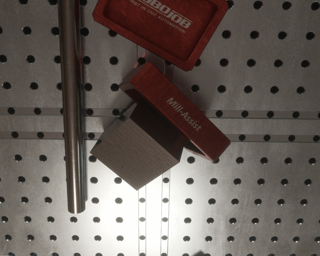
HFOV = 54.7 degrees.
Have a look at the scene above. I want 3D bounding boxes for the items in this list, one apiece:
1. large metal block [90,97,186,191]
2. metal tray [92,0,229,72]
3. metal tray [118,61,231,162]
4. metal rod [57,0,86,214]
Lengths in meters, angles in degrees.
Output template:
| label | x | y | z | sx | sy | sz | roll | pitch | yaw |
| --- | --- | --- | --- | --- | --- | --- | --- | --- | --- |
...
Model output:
| label | x | y | z | sx | sy | sz | roll | pitch | yaw |
| --- | --- | --- | --- | --- | --- | --- | --- | --- | --- |
| large metal block | -0.027 | 0.022 | 0.396 | 0.080 | 0.050 | 0.080 | 43 | 122 | -15 |
| metal tray | 0.000 | -0.136 | 0.360 | 0.131 | 0.030 | 0.090 | 27 | 108 | -10 |
| metal tray | 0.014 | -0.018 | 0.369 | 0.130 | 0.090 | 0.030 | 43 | 83 | -15 |
| metal rod | -0.113 | -0.021 | 0.404 | 0.025 | 0.025 | 0.298 | 3 | 110 | -2 |
